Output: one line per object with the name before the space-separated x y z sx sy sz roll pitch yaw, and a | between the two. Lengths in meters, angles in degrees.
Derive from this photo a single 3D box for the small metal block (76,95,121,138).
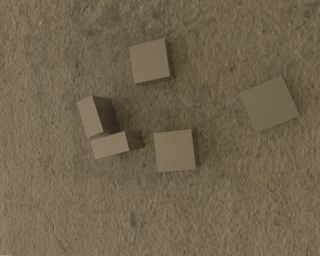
small metal block | -0.082 -0.015 0.424 0.025 0.050 0.050 -21 83 18

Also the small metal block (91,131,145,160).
small metal block | -0.055 0.022 0.414 0.050 0.050 0.025 -16 85 19

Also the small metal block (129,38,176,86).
small metal block | -0.010 -0.086 0.412 0.050 0.025 0.050 -9 87 19

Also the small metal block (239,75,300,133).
small metal block | 0.128 -0.027 0.364 0.050 0.025 0.050 -24 82 18

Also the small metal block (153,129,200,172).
small metal block | 0.022 0.029 0.401 0.050 0.025 0.050 -7 88 19
